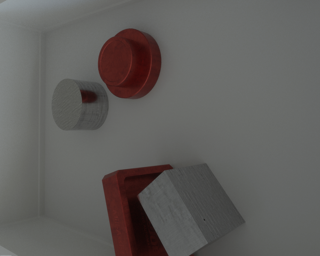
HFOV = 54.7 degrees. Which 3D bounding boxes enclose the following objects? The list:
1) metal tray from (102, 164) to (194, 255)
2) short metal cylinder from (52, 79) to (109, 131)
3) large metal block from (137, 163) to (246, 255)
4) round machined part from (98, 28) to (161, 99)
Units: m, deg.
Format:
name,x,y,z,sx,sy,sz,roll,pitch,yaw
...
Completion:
name,x,y,z,sx,sy,sz,roll,pitch,yaw
metal tray,-0.012,0.112,0.367,0.030,0.091,0.129,-27,71,43
short metal cylinder,-0.128,-0.036,0.493,0.080,0.050,0.079,0,90,39
large metal block,0.035,0.089,0.341,0.050,0.081,0.080,-47,63,30
round machined part,-0.049,-0.090,0.434,0.098,0.042,0.097,0,90,39
